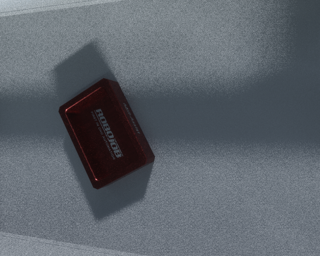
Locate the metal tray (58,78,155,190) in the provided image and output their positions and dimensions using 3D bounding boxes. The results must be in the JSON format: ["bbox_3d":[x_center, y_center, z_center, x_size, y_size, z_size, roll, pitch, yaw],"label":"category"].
[{"bbox_3d":[-0.076,0.008,0.433,0.090,0.030,0.130,-30,81,17],"label":"metal tray"}]
